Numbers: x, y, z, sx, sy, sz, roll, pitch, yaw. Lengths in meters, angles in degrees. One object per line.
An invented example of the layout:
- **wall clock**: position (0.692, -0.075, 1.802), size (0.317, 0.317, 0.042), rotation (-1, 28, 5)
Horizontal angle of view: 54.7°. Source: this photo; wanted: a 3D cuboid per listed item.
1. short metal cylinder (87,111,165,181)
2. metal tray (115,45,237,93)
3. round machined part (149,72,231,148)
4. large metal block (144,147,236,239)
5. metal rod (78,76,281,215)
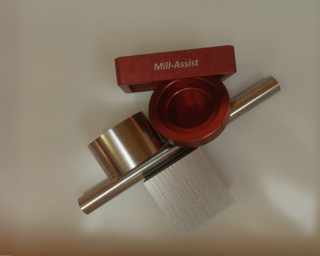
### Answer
- **short metal cylinder**: position (-0.041, 0.022, 0.382), size (0.080, 0.080, 0.050), rotation (-33, 90, 0)
- **metal tray**: position (0.017, -0.068, 0.377), size (0.131, 0.090, 0.030), rotation (-6, 90, -1)
- **round machined part**: position (0.039, -0.020, 0.388), size (0.098, 0.042, 0.098), rotation (-6, 64, 13)
- **large metal block**: position (0.036, 0.078, 0.397), size (0.080, 0.050, 0.080), rotation (-33, 90, 0)
- **metal rod**: position (0.026, 0.022, 0.410), size (0.301, 0.025, 0.025), rotation (-33, 90, -1)
